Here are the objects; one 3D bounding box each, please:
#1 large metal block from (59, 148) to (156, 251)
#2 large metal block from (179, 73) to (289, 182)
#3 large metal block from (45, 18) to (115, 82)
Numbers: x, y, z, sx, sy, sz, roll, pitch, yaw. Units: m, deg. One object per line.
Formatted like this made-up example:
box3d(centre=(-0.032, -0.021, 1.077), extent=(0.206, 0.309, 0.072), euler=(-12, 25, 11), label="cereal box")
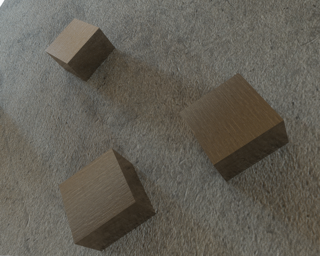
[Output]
box3d(centre=(-0.064, 0.085, 0.369), extent=(0.080, 0.050, 0.080), euler=(-35, 51, 5), label="large metal block")
box3d(centre=(0.081, -0.001, 0.346), extent=(0.080, 0.050, 0.080), euler=(-34, 51, 6), label="large metal block")
box3d(centre=(-0.141, -0.139, 0.548), extent=(0.080, 0.050, 0.080), euler=(31, 79, 38), label="large metal block")
